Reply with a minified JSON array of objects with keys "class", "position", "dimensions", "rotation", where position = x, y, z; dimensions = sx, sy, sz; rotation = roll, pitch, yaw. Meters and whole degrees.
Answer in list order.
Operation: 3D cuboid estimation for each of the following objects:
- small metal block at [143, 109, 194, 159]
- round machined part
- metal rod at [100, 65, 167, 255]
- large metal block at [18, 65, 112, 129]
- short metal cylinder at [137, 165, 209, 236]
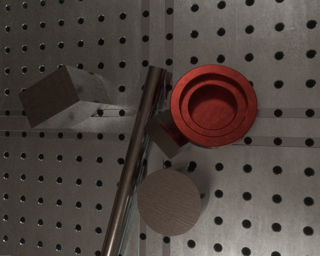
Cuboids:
[{"class":"small metal block","position":[0.016,0.005,0.390],"dimensions":[0.050,0.050,0.025],"rotation":[48,130,13]},{"class":"round machined part","position":[0.062,-0.023,0.371],"dimensions":[0.099,0.042,0.098],"rotation":[-1,77,5]},{"class":"metal rod","position":[-0.040,0.064,0.425],"dimensions":[0.025,0.025,0.298],"rotation":[17,95,19]},{"class":"large metal block","position":[-0.127,-0.039,0.427],"dimensions":[0.080,0.080,0.050],"rotation":[-27,82,18]},{"class":"short metal cylinder","position":[0.018,0.089,0.392],"dimensions":[0.080,0.050,0.079],"rotation":[0,90,19]}]
